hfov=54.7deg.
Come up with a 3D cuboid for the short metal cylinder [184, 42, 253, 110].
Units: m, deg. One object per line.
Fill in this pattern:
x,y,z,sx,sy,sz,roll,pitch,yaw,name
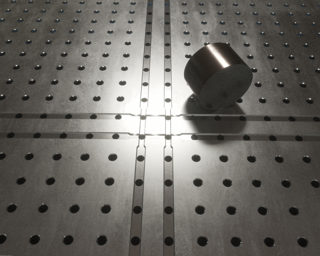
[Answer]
0.081,-0.071,0.433,0.081,0.080,0.050,-17,52,-14,short metal cylinder
